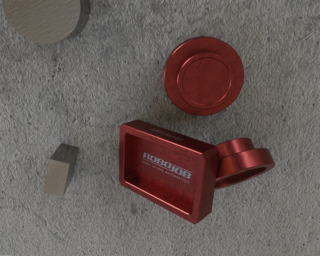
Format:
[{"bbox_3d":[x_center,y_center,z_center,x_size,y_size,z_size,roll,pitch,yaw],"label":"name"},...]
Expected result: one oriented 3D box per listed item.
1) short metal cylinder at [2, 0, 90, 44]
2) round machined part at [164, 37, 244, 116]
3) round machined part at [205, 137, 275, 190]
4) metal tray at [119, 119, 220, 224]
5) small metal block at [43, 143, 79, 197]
[{"bbox_3d":[-0.123,-0.137,0.344,0.081,0.050,0.079,0,110,-1],"label":"short metal cylinder"},{"bbox_3d":[0.054,-0.061,0.379,0.099,0.042,0.097,0,110,-1],"label":"round machined part"},{"bbox_3d":[0.092,0.045,0.400,0.098,0.098,0.042,-20,69,7],"label":"round machined part"},{"bbox_3d":[0.005,0.049,0.384,0.130,0.030,0.089,19,115,36],"label":"metal tray"},{"bbox_3d":[-0.131,0.055,0.415,0.025,0.050,0.050,15,109,-6],"label":"small metal block"}]
